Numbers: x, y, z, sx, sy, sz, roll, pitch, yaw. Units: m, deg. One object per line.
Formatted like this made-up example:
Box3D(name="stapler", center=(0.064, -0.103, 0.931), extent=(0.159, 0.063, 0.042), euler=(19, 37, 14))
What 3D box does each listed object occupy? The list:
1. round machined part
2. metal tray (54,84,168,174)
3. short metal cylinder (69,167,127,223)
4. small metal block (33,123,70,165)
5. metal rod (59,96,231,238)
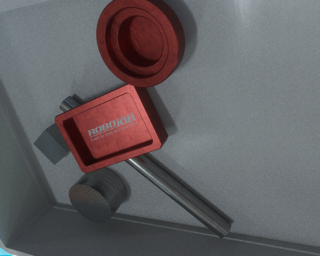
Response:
Box3D(name="round machined part", center=(-0.018, -0.098, 0.345), extent=(0.098, 0.042, 0.097), euler=(13, 124, 20))
Box3D(name="metal tray", center=(-0.066, 0.000, 0.415), extent=(0.130, 0.030, 0.090), euler=(-20, 102, 23))
Box3D(name="short metal cylinder", center=(-0.102, 0.110, 0.512), extent=(0.080, 0.050, 0.079), euler=(13, 124, 20))
Box3D(name="small metal block", center=(-0.174, 0.027, 0.515), extent=(0.050, 0.025, 0.050), euler=(48, 129, -6))
Box3D(name="metal rod", center=(-0.022, 0.056, 0.453), extent=(0.300, 0.025, 0.025), euler=(39, 129, 1))
